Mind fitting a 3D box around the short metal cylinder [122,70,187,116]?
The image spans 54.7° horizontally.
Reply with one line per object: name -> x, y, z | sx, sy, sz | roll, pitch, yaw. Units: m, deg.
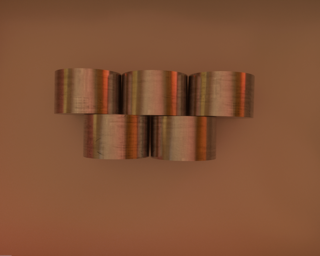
short metal cylinder -> -0.007, -0.039, 0.382 | 0.081, 0.080, 0.050 | 1, 90, 0

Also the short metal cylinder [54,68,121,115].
short metal cylinder -> -0.088, -0.041, 0.381 | 0.081, 0.080, 0.050 | 1, 90, 0

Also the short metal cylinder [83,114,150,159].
short metal cylinder -> -0.053, 0.009, 0.382 | 0.081, 0.080, 0.050 | 1, 90, 0

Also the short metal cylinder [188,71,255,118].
short metal cylinder -> 0.074, -0.038, 0.383 | 0.081, 0.080, 0.050 | 2, 90, 0

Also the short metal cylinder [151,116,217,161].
short metal cylinder -> 0.029, 0.011, 0.382 | 0.081, 0.080, 0.050 | 1, 90, 0
